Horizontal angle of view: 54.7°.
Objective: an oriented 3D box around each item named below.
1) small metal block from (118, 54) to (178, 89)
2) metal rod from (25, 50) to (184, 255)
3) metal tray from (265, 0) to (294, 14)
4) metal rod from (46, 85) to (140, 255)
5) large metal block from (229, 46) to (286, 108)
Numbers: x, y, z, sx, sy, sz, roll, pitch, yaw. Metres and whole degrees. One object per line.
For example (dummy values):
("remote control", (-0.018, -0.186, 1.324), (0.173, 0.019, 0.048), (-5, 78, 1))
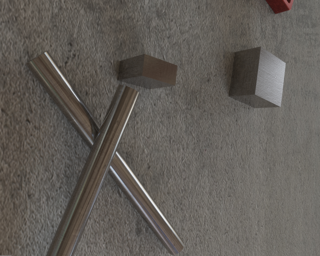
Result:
("small metal block", (-0.015, -0.067, 0.377), (0.050, 0.050, 0.025), (10, 84, -40))
("metal rod", (-0.050, 0.047, 0.364), (0.025, 0.025, 0.299), (-47, 118, -30))
("metal tray", (0.233, -0.302, 0.599), (0.090, 0.030, 0.130), (33, 70, -35))
("metal rod", (-0.087, 0.096, 0.312), (0.025, 0.025, 0.299), (28, 79, -37))
("large metal block", (0.169, -0.083, 0.533), (0.081, 0.050, 0.080), (15, 80, -39))
